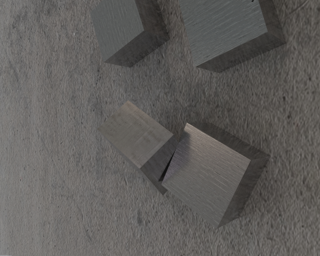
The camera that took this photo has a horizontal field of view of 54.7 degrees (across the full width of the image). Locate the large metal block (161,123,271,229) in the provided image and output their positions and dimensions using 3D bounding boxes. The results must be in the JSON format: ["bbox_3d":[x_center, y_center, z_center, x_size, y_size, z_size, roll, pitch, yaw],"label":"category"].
[{"bbox_3d":[0.059,0.047,0.340,0.080,0.050,0.079,33,110,35],"label":"large metal block"}]

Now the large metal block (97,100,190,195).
[{"bbox_3d":[-0.017,0.025,0.373,0.050,0.080,0.080,-45,55,-11],"label":"large metal block"}]

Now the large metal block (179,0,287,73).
[{"bbox_3d":[0.074,-0.114,0.327,0.080,0.050,0.080,-20,77,38],"label":"large metal block"}]

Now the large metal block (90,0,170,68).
[{"bbox_3d":[-0.043,-0.140,0.424,0.080,0.050,0.080,-27,73,37],"label":"large metal block"}]
